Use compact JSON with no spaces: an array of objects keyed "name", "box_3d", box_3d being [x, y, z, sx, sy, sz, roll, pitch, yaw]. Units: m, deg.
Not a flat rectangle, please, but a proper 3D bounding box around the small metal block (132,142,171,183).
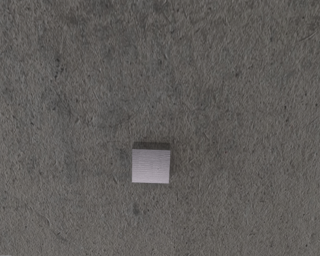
[{"name":"small metal block","box_3d":[-0.012,0.047,0.427,0.050,0.025,0.050,2,110,-1]}]
